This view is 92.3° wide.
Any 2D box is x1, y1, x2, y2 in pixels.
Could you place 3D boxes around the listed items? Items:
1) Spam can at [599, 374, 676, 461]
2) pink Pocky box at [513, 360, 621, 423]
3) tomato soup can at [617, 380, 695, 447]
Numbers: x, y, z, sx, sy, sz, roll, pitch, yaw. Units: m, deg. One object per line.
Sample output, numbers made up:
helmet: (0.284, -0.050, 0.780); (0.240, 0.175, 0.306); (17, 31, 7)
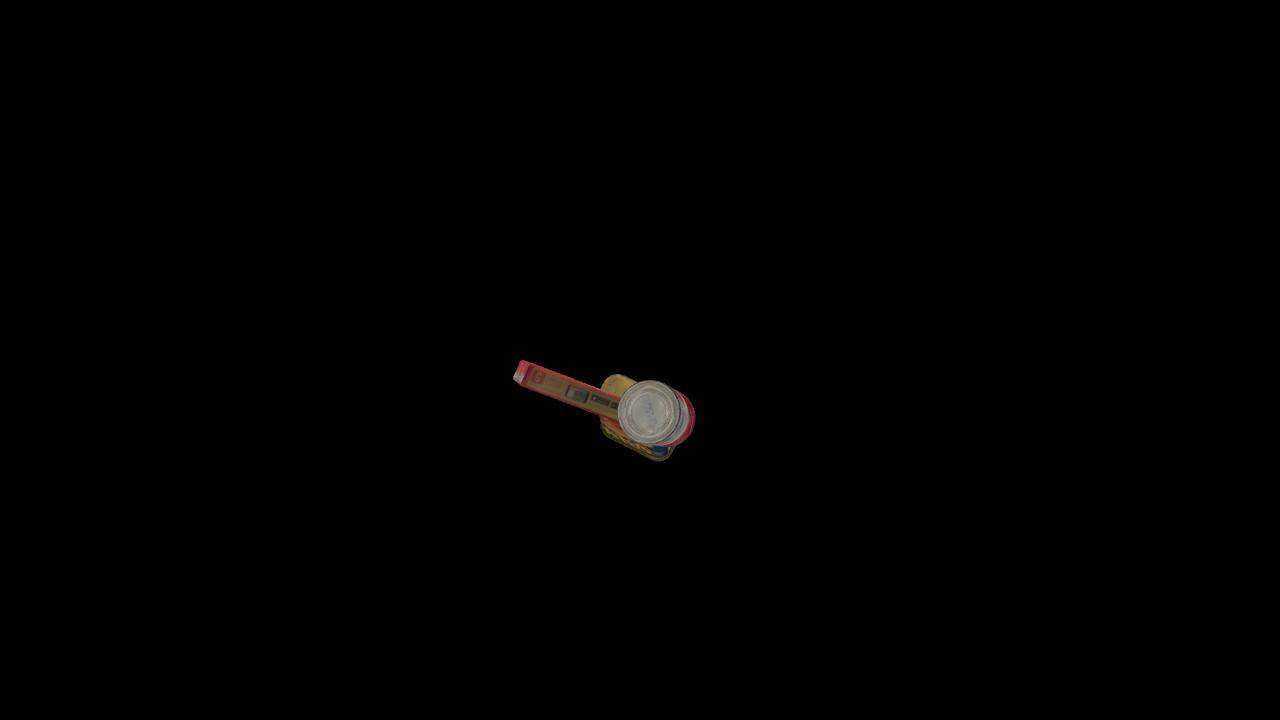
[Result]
Spam can: (-0.002, 0.070, 0.752); (0.101, 0.058, 0.085); (24, -24, 16)
pink Pocky box: (-0.068, 0.041, 0.719); (0.155, 0.029, 0.084); (23, -3, -17)
tomato soup can: (0.019, 0.060, 0.664); (0.068, 0.068, 0.101); (0, -8, 14)
